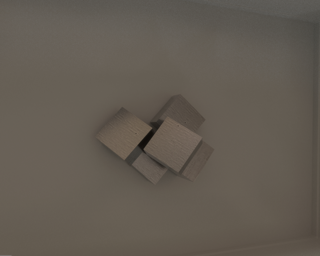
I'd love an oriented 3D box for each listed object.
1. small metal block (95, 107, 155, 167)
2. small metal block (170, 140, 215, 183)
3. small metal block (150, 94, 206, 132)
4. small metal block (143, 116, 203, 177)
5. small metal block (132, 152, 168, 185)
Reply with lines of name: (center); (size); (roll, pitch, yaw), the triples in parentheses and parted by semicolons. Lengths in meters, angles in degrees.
small metal block: (-0.042, 0.010, 0.381); (0.050, 0.025, 0.050); (35, 76, 22)
small metal block: (0.038, 0.040, 0.411); (0.025, 0.050, 0.050); (37, 78, -17)
small metal block: (0.024, -0.010, 0.419); (0.050, 0.025, 0.050); (44, 76, -15)
small metal block: (0.017, 0.022, 0.377); (0.050, 0.025, 0.050); (32, 77, 17)
small metal block: (-0.012, 0.038, 0.405); (0.050, 0.025, 0.050); (44, 76, -15)
